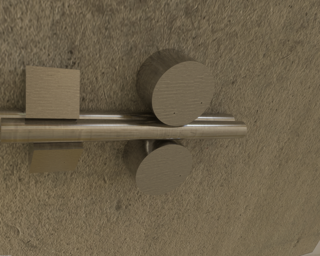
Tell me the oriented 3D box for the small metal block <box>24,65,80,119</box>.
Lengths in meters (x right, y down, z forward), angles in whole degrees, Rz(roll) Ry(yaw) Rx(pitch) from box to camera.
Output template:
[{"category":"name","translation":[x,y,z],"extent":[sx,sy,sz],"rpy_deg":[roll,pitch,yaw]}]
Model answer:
[{"category":"small metal block","translation":[-0.110,-0.034,0.315],"extent":[0.050,0.025,0.050],"rpy_deg":[0,91,-28]}]

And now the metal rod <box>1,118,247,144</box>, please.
[{"category":"metal rod","translation":[-0.019,0.002,0.367],"extent":[0.303,0.025,0.025],"rpy_deg":[0,119,-28]}]

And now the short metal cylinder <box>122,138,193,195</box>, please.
[{"category":"short metal cylinder","translation":[-0.004,0.043,0.417],"extent":[0.081,0.050,0.079],"rpy_deg":[-14,124,-21]}]

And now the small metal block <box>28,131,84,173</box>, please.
[{"category":"small metal block","translation":[-0.118,0.026,0.347],"extent":[0.050,0.025,0.050],"rpy_deg":[0,145,-29]}]

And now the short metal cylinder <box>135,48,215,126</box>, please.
[{"category":"short metal cylinder","translation":[0.017,-0.049,0.371],"extent":[0.081,0.050,0.079],"rpy_deg":[-14,124,-21]}]

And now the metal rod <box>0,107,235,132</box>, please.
[{"category":"metal rod","translation":[-0.030,-0.009,0.386],"extent":[0.303,0.025,0.025],"rpy_deg":[0,119,-29]}]
